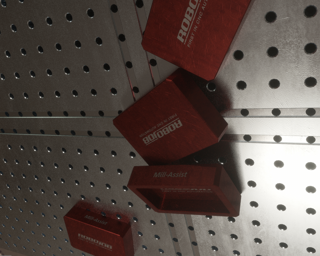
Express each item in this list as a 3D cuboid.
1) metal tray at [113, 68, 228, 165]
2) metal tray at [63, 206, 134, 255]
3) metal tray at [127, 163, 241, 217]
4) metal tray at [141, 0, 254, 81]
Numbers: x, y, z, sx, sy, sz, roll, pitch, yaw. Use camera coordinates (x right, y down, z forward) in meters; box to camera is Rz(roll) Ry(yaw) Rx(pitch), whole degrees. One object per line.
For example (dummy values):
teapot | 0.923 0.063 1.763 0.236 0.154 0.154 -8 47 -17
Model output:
metal tray | 0.007 -0.005 0.386 0.090 0.030 0.130 50 138 -8
metal tray | -0.117 0.208 0.596 0.130 0.030 0.089 11 123 21
metal tray | 0.033 0.085 0.419 0.130 0.030 0.090 -6 140 30
metal tray | 0.041 -0.123 0.309 0.090 0.030 0.129 28 128 10
